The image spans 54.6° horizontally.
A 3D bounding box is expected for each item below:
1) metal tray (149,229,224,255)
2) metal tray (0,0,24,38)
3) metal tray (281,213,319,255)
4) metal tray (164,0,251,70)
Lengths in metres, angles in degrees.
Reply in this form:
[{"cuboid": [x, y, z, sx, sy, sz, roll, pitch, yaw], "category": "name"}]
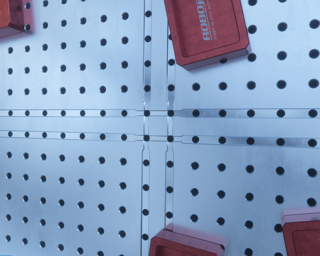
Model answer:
[{"cuboid": [0.027, 0.208, 0.400, 0.090, 0.030, 0.129, 9, 93, 19], "category": "metal tray"}, {"cuboid": [-0.291, -0.195, 0.514, 0.130, 0.030, 0.090, -7, 88, 19], "category": "metal tray"}, {"cuboid": [0.193, 0.162, 0.341, 0.090, 0.030, 0.129, -11, 86, 19], "category": "metal tray"}, {"cuboid": [0.056, -0.148, 0.390, 0.090, 0.030, 0.129, -12, 86, 19], "category": "metal tray"}]
